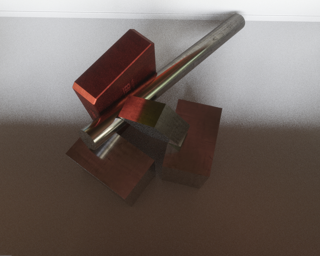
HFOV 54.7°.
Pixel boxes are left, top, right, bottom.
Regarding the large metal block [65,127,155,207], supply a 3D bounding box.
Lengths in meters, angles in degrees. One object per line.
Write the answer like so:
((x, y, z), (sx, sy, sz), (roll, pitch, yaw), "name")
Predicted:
((-0.053, 0.044, 0.364), (0.080, 0.080, 0.050), (35, 74, 11), "large metal block")

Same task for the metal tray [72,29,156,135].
((-0.045, -0.044, 0.367), (0.030, 0.130, 0.090), (38, 75, 13), "metal tray")

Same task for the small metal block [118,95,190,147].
((-0.005, -0.007, 0.319), (0.050, 0.050, 0.025), (17, 77, 39), "small metal block")

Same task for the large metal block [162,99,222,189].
((0.036, 0.022, 0.372), (0.050, 0.080, 0.080), (13, 71, 4), "large metal block")

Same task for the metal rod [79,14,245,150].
((0.022, -0.074, 0.388), (0.025, 0.025, 0.302), (40, 57, 13), "metal rod")
